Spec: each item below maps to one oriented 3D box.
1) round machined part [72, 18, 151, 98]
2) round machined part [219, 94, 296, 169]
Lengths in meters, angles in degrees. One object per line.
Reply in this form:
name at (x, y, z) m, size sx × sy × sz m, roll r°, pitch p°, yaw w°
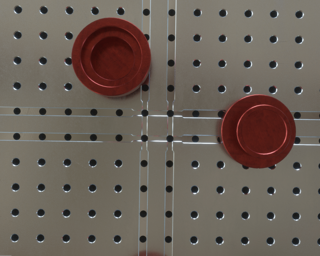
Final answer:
round machined part at (-0.061, -0.088, 0.404) m, size 0.099 × 0.042 × 0.097 m, roll 0°, pitch 90°, yaw 0°
round machined part at (0.130, 0.005, 0.406) m, size 0.099 × 0.042 × 0.097 m, roll 0°, pitch 90°, yaw 0°
